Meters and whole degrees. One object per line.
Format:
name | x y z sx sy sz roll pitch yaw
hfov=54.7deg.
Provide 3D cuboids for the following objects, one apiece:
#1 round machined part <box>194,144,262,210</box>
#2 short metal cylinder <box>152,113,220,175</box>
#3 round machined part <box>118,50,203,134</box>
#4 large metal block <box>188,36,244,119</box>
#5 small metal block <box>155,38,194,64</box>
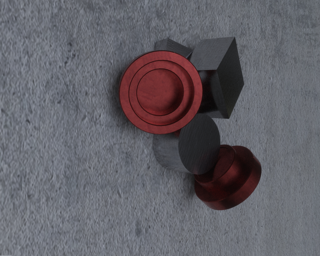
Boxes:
round machined part | 0.087 0.061 0.434 0.042 0.098 0.098 46 62 -23
short metal cylinder | 0.037 0.021 0.422 0.081 0.050 0.079 0 90 -40
round machined part | -0.001 -0.045 0.376 0.099 0.042 0.097 -3 104 -11
large metal block | 0.077 -0.070 0.434 0.080 0.050 0.080 -58 139 -37
small metal block | 0.017 -0.087 0.421 0.050 0.025 0.050 13 81 -40
